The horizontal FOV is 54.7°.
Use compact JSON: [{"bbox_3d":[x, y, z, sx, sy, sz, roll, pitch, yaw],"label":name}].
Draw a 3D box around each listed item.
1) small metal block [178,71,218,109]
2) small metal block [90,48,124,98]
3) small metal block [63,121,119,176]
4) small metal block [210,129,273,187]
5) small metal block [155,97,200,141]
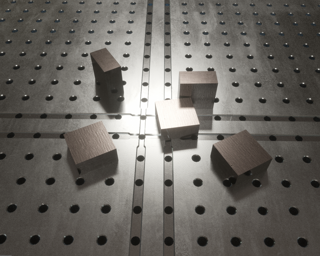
[{"bbox_3d":[0.052,-0.053,0.436,0.050,0.050,0.025,-1,50,-1],"label":"small metal block"},{"bbox_3d":[-0.078,-0.082,0.459,0.025,0.050,0.050,-25,55,-20],"label":"small metal block"},{"bbox_3d":[-0.086,0.024,0.386,0.050,0.025,0.050,-21,54,-18],"label":"small metal block"},{"bbox_3d":[0.098,0.036,0.379,0.050,0.025,0.050,-22,54,-18],"label":"small metal block"},{"bbox_3d":[0.022,-0.013,0.419,0.050,0.025,0.050,-7,50,-7],"label":"small metal block"}]
